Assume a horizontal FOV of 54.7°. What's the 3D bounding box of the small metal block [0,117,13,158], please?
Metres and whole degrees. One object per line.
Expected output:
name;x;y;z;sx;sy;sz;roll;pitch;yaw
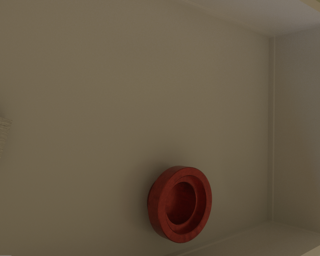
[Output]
small metal block;-0.165;0.010;0.269;0.050;0.025;0.050;21;77;-38

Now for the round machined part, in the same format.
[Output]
round machined part;0.022;0.099;0.416;0.099;0.042;0.097;0;90;-40
